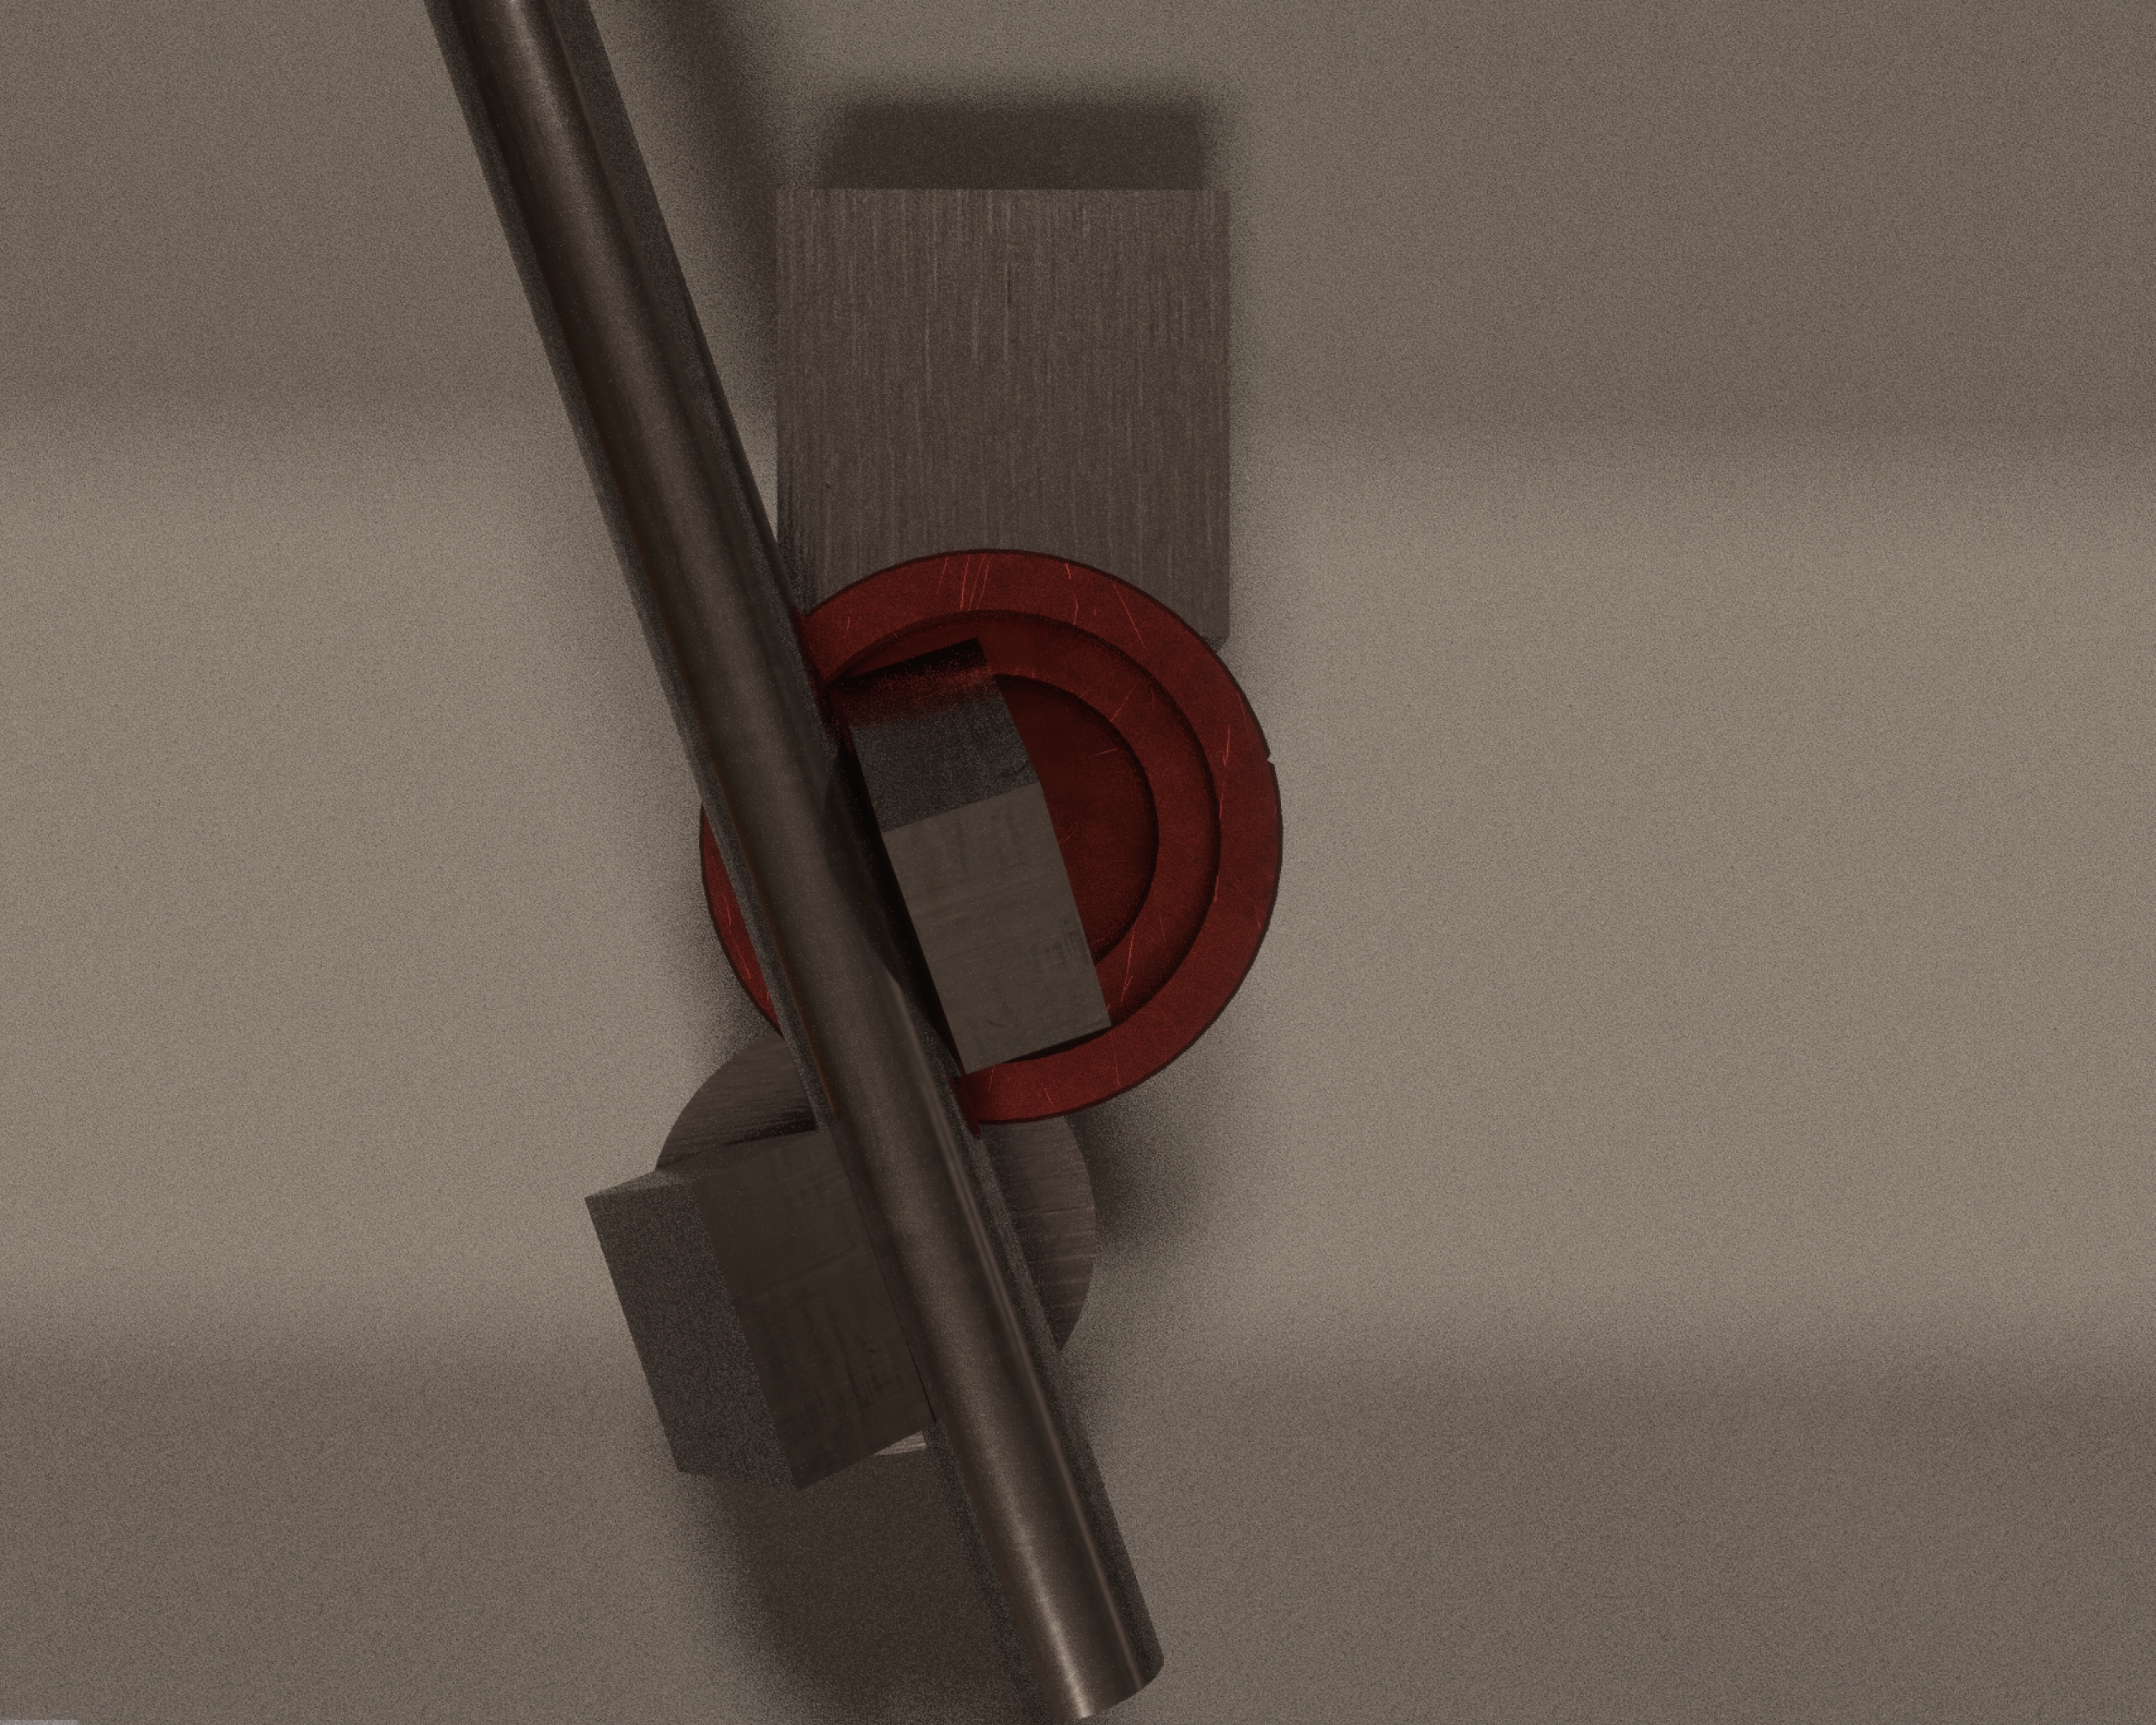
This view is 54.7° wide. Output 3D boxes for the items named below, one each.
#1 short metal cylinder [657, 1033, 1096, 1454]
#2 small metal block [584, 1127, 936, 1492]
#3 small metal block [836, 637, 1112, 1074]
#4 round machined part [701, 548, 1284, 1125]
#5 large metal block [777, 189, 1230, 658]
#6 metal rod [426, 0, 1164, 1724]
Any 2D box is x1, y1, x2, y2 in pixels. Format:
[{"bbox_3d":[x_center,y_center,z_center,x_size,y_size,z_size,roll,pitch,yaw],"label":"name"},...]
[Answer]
[{"bbox_3d":[-0.037,0.066,0.398,0.081,0.050,0.079,0,90,-1],"label":"short metal cylinder"},{"bbox_3d":[-0.054,0.073,0.345,0.025,0.050,0.050,-19,90,-34],"label":"small metal block"},{"bbox_3d":[-0.018,-0.002,0.349,0.025,0.050,0.050,-19,125,-4],"label":"small metal block"},{"bbox_3d":[-0.014,-0.005,0.372,0.099,0.042,0.097,0,90,-1],"label":"round machined part"},{"bbox_3d":[-0.013,-0.080,0.396,0.081,0.050,0.079,0,90,-1],"label":"large metal block"},{"bbox_3d":[-0.047,-0.007,0.340,0.025,0.025,0.298,-19,90,0],"label":"metal rod"}]
